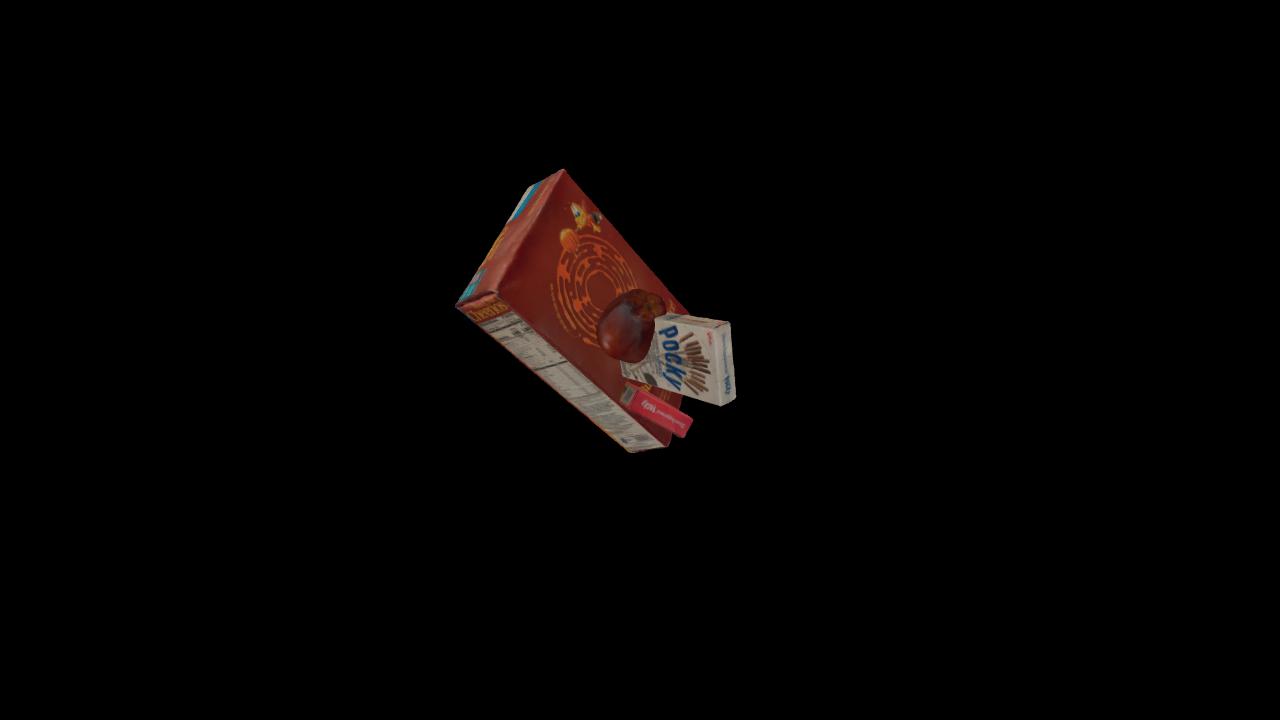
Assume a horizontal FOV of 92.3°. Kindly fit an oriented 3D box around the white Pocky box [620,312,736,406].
[{"bbox_3d":[0.033,-0.008,0.648,0.028,0.084,0.154,-24,25,-36],"label":"white Pocky box"}]

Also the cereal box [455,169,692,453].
[{"bbox_3d":[-0.053,-0.051,0.756,0.081,0.203,0.306,-15,-46,39],"label":"cereal box"}]

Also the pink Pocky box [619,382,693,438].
[{"bbox_3d":[-0.004,0.048,0.766,0.084,0.029,0.155,30,-1,-26],"label":"pink Pocky box"}]

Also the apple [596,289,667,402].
[{"bbox_3d":[-0.006,-0.035,0.673,0.079,0.079,0.093,0,-29,-27],"label":"apple"}]
